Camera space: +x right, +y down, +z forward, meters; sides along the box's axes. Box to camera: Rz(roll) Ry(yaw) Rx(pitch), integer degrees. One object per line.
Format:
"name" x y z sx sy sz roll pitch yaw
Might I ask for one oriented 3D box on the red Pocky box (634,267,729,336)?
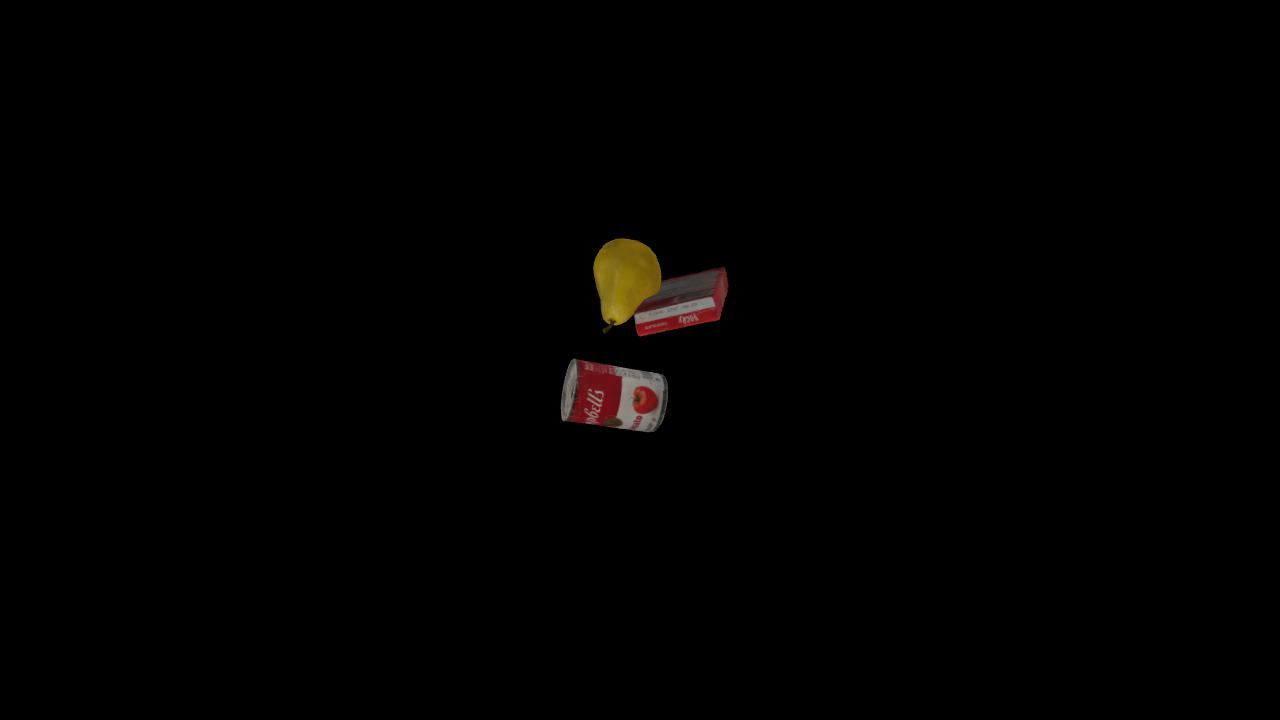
"red Pocky box" 0.049 -0.065 0.652 0.083 0.028 0.155 -12 16 15

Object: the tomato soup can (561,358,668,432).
"tomato soup can" -0.028 0.039 0.661 0.101 0.068 0.068 10 -3 -18

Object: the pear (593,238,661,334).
"pear" -0.017 -0.069 0.646 0.080 0.111 0.080 8 -22 3
